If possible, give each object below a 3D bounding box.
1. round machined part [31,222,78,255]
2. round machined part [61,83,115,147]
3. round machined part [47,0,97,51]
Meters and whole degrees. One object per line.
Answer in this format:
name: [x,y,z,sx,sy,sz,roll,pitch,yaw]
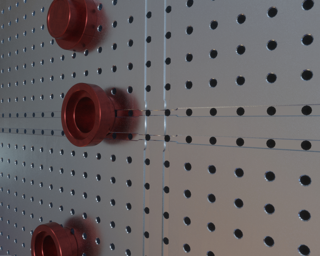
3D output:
round machined part: [-0.183,0.215,0.546,0.098,0.042,0.097,0,90,39]
round machined part: [-0.109,-0.020,0.485,0.098,0.042,0.097,0,90,39]
round machined part: [-0.154,-0.181,0.522,0.098,0.042,0.097,0,90,39]
